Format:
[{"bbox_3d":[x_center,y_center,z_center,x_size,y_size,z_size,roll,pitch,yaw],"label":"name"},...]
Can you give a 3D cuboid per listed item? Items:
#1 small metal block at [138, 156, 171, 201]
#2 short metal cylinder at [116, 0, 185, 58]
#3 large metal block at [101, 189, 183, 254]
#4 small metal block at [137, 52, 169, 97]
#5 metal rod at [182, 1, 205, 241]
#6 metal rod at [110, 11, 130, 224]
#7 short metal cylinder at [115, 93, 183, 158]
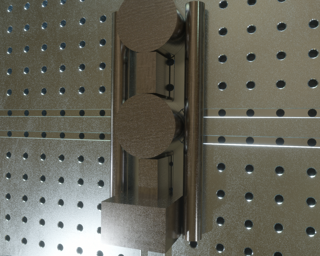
[{"bbox_3d":[-0.006,0.063,0.400,0.025,0.050,0.050,0,90,20],"label":"small metal block"},{"bbox_3d":[-0.009,-0.132,0.402,0.080,0.050,0.080,0,90,20],"label":"short metal cylinder"},{"bbox_3d":[-0.018,0.112,0.390,0.080,0.080,0.050,1,91,20],"label":"large metal block"},{"bbox_3d":[-0.008,-0.068,0.401,0.025,0.050,0.050,1,90,20],"label":"small metal block"},{"bbox_3d":[0.043,-0.008,0.396,0.025,0.025,0.298,1,90,20],"label":"metal rod"},{"bbox_3d":[-0.056,-0.009,0.431,0.025,0.025,0.298,1,90,20],"label":"metal rod"},{"bbox_3d":[-0.011,-0.003,0.403,0.080,0.050,0.080,0,90,20],"label":"short metal cylinder"}]
